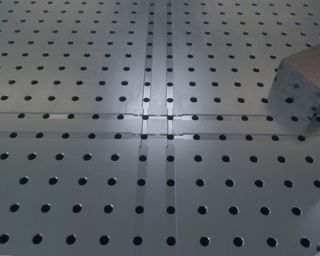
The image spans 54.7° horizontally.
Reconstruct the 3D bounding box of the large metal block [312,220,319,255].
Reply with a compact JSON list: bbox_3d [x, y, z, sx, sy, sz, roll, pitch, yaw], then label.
[{"bbox_3d":[0.195,0.088,0.299,0.050,0.080,0.080,22,54,17],"label":"large metal block"}]

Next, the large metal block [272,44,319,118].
[{"bbox_3d":[0.229,-0.071,0.453,0.081,0.050,0.080,-24,54,-19],"label":"large metal block"}]
